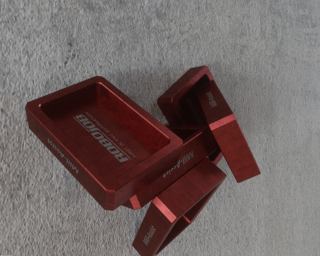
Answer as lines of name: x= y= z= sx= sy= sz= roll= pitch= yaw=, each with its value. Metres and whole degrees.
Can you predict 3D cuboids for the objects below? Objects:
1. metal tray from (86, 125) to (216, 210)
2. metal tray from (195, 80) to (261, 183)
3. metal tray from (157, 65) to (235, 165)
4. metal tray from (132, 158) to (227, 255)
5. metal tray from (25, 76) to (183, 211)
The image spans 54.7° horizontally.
metal tray: x=-0.009 y=0.037 z=0.358 sx=0.131 sy=0.090 sz=0.030 roll=-31 pitch=110 yaw=-36
metal tray: x=0.085 y=-0.001 z=0.407 sx=0.090 sy=0.030 sz=0.130 roll=59 pitch=12 yaw=-24
metal tray: x=0.061 y=-0.014 z=0.456 sx=0.090 sy=0.030 sz=0.130 roll=-46 pitch=118 yaw=-30
metal tray: x=0.020 y=0.100 z=0.368 sx=0.091 sy=0.030 sz=0.129 roll=-31 pitch=154 yaw=-35
metal tray: x=-0.055 y=0.006 z=0.300 sx=0.091 sy=0.130 sz=0.030 roll=-31 pitch=148 yaw=-36
